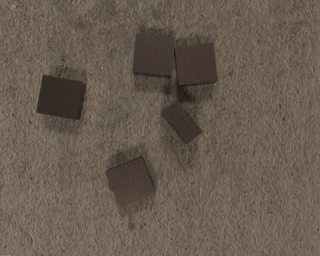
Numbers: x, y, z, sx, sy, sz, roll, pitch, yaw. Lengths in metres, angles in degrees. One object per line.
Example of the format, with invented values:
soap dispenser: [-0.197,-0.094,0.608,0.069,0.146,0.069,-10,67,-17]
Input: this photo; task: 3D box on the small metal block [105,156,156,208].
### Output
small metal block: [-0.038,0.070,0.410,0.050,0.025,0.050,-22,90,-1]

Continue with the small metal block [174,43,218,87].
small metal block: [0.047,-0.083,0.411,0.050,0.025,0.050,-6,90,-1]

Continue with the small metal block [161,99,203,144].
small metal block: [0.027,-0.008,0.398,0.025,0.050,0.050,-39,91,0]

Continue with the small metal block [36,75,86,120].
small metal block: [-0.129,-0.040,0.408,0.050,0.025,0.050,10,90,-1]

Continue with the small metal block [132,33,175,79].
small metal block: [-0.008,-0.094,0.410,0.050,0.025,0.050,6,90,-1]
